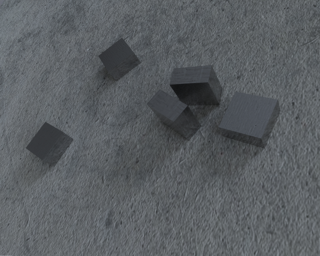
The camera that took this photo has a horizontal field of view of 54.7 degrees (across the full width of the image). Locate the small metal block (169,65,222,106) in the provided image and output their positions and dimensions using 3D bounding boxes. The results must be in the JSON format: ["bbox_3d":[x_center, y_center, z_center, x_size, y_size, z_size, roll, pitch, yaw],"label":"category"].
[{"bbox_3d":[0.047,-0.053,0.395,0.050,0.050,0.025,1,62,28],"label":"small metal block"}]

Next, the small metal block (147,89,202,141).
[{"bbox_3d":[0.018,-0.016,0.388,0.025,0.050,0.050,-50,52,-6],"label":"small metal block"}]

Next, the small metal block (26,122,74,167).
[{"bbox_3d":[-0.170,0.024,0.479,0.050,0.025,0.050,23,74,36],"label":"small metal block"}]

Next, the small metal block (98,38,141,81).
[{"bbox_3d":[-0.067,-0.113,0.508,0.050,0.025,0.050,-37,51,3],"label":"small metal block"}]

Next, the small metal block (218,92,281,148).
[{"bbox_3d":[0.103,-0.010,0.356,0.050,0.025,0.050,17,70,34],"label":"small metal block"}]
